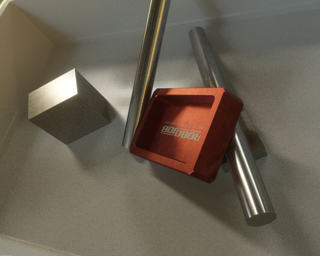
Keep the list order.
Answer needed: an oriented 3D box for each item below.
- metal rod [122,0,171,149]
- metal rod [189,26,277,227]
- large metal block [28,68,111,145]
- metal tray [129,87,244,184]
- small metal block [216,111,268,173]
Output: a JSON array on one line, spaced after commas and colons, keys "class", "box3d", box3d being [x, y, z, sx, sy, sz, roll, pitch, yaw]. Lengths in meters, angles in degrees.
[{"class": "metal rod", "box3d": [-0.008, -0.119, 0.393, 0.025, 0.025, 0.298, 17, 99, 34]}, {"class": "metal rod", "box3d": [0.070, -0.032, 0.360, 0.025, 0.025, 0.300, -22, 45, 15]}, {"class": "large metal block", "box3d": [-0.132, -0.028, 0.455, 0.080, 0.080, 0.050, -26, 53, 12]}, {"class": "metal tray", "box3d": [0.022, 0.001, 0.347, 0.130, 0.030, 0.090, 10, 76, 57]}, {"class": "small metal block", "box3d": [0.085, 0.016, 0.351, 0.050, 0.025, 0.050, -26, 53, 11]}]
